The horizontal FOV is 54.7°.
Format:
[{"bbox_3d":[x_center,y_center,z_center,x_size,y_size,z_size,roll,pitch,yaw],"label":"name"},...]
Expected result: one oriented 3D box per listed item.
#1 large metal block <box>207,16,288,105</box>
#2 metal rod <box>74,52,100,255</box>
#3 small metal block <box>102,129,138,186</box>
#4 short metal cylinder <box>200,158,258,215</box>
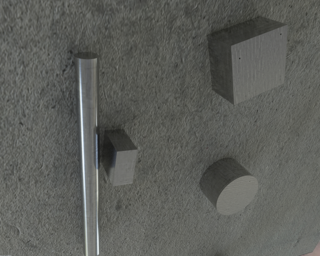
[{"bbox_3d":[0.112,-0.087,0.398,0.081,0.050,0.080,-23,127,-14],"label":"large metal block"},{"bbox_3d":[-0.089,0.055,0.391,0.025,0.025,0.298,-9,122,-24],"label":"metal rod"},{"bbox_3d":[-0.052,0.036,0.384,0.025,0.050,0.050,-4,120,-26],"label":"small metal block"},{"bbox_3d":[0.114,0.096,0.512,0.081,0.050,0.079,-14,124,-21],"label":"short metal cylinder"}]
